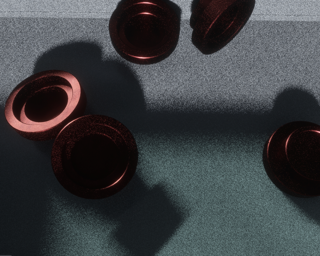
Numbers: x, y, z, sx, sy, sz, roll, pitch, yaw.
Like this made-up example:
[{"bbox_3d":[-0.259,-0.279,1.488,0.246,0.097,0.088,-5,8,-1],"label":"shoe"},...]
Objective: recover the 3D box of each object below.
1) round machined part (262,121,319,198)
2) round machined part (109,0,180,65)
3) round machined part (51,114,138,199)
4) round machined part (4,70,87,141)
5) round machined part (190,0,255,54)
[{"bbox_3d":[0.184,0.036,0.389,0.099,0.042,0.098,0,70,0],"label":"round machined part"},{"bbox_3d":[-0.022,-0.135,0.447,0.099,0.042,0.098,1,75,-2],"label":"round machined part"},{"bbox_3d":[-0.079,0.034,0.376,0.099,0.042,0.097,1,85,-16],"label":"round machined part"},{"bbox_3d":[-0.142,-0.025,0.401,0.098,0.042,0.098,-4,57,7],"label":"round machined part"},{"bbox_3d":[0.080,-0.153,0.427,0.098,0.098,0.042,-37,73,-12],"label":"round machined part"}]
